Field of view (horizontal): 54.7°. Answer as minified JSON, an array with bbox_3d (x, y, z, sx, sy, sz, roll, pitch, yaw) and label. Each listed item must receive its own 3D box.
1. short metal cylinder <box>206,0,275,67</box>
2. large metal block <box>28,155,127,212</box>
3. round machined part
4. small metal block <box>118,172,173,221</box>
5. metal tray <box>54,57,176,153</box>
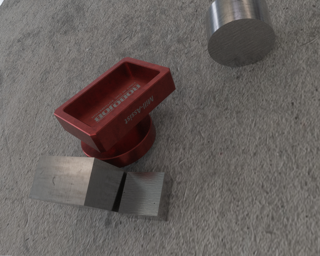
[{"bbox_3d":[0.100,-0.123,0.392,0.080,0.080,0.050,-12,57,21],"label":"short metal cylinder"},{"bbox_3d":[-0.091,0.068,0.370,0.080,0.080,0.050,-1,70,28],"label":"large metal block"},{"bbox_3d":[-0.058,0.003,0.405,0.098,0.042,0.098,-12,41,11],"label":"round machined part"},{"bbox_3d":[-0.016,0.080,0.363,0.050,0.025,0.050,-3,60,26],"label":"small metal block"},{"bbox_3d":[-0.055,-0.036,0.390,0.090,0.030,0.131,25,58,40],"label":"metal tray"}]
